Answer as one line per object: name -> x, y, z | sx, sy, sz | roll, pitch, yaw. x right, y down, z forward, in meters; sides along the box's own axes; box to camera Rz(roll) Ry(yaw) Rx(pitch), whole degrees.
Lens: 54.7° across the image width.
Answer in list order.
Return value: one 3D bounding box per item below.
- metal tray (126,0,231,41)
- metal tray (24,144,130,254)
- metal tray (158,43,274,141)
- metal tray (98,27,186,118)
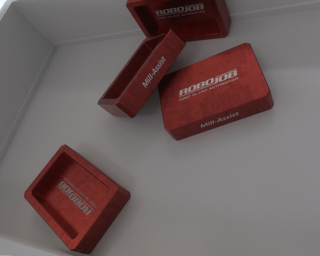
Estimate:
metal tray -> 0.028, -0.168, 0.452 | 0.130, 0.090, 0.030 | 2, 63, 29
metal tray -> -0.112, 0.088, 0.407 | 0.130, 0.030, 0.090 | 28, 77, 37
metal tray -> 0.066, -0.046, 0.397 | 0.130, 0.030, 0.090 | -20, 54, 16
metal tray -> -0.028, -0.076, 0.439 | 0.130, 0.030, 0.090 | -56, 25, -12
